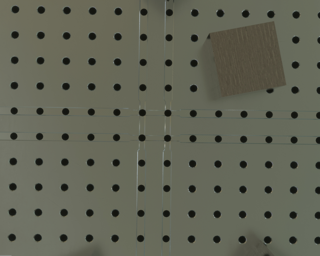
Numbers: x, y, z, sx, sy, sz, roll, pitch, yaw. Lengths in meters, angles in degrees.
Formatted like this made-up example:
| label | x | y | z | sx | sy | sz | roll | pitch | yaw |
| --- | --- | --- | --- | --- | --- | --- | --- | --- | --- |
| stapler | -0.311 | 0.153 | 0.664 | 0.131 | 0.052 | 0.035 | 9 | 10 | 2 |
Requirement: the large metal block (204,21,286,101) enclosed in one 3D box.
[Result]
| label | x | y | z | sx | sy | sz | roll | pitch | yaw |
| --- | --- | --- | --- | --- | --- | --- | --- | --- | --- |
| large metal block | 0.107 | -0.084 | 0.402 | 0.080 | 0.050 | 0.080 | -11 | 90 | -1 |

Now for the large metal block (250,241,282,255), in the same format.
| label | x | y | z | sx | sy | sz | roll | pitch | yaw |
| --- | --- | --- | --- | --- | --- | --- | --- | --- | --- |
| large metal block | 0.149 | 0.212 | 0.403 | 0.080 | 0.050 | 0.080 | 36 | 90 | -1 |
